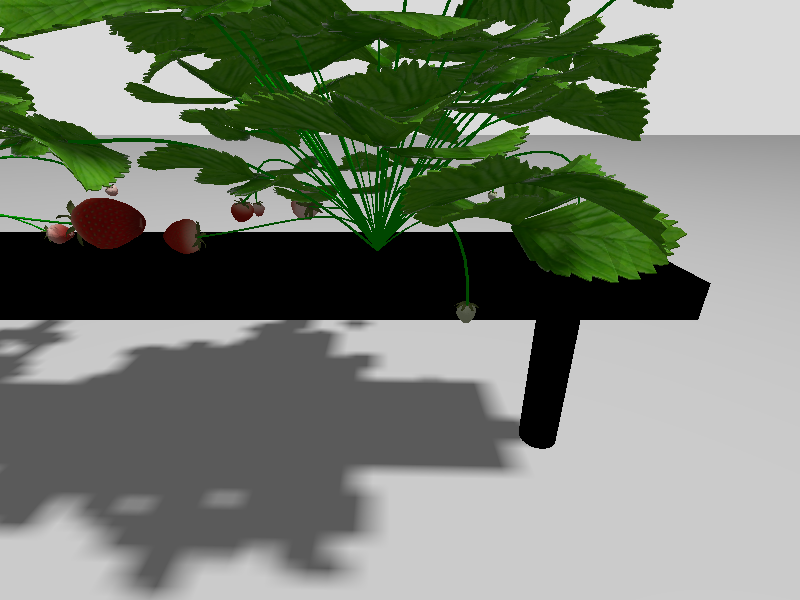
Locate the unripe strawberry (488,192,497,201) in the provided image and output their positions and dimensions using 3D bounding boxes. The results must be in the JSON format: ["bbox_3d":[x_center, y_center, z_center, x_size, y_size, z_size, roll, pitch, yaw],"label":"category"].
[{"bbox_3d":[0.120,-0.134,0.519,0.011,0.011,0.010,18,30,34],"label":"unripe strawberry"}]

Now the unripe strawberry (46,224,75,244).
[{"bbox_3d":[-0.321,-0.062,0.379,0.019,0.019,0.021,-1,24,-9],"label":"unripe strawberry"}]

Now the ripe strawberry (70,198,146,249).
[{"bbox_3d":[-0.259,-0.069,0.360,0.052,0.045,0.052,0,24,-2],"label":"ripe strawberry"}]

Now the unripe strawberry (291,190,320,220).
[{"bbox_3d":[-0.112,-0.114,0.471,0.033,0.038,0.036,-17,28,-33],"label":"unripe strawberry"}]

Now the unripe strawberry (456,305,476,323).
[{"bbox_3d":[0.036,0.007,0.219,0.011,0.011,0.010,-9,26,-18],"label":"unripe strawberry"}]

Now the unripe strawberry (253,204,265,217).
[{"bbox_3d":[-0.167,-0.107,0.474,0.015,0.015,0.014,19,31,36],"label":"unripe strawberry"}]

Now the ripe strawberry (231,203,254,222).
[{"bbox_3d":[-0.181,-0.101,0.462,0.023,0.023,0.025,37,38,19],"label":"ripe strawberry"}]

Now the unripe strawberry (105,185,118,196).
[{"bbox_3d":[-0.444,-0.168,0.618,0.015,0.017,0.017,2,-38,5],"label":"unripe strawberry"}]

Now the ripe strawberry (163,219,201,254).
[{"bbox_3d":[-0.190,-0.056,0.350,0.029,0.030,0.026,-2,24,-2],"label":"ripe strawberry"}]
